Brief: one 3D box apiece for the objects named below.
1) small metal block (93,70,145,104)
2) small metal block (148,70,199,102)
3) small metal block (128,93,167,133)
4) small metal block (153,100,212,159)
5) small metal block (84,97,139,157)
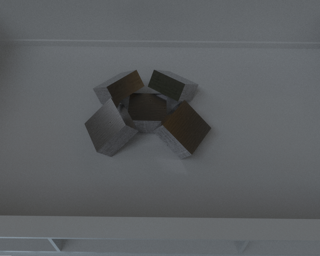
[{"bbox_3d":[-0.058,-0.057,0.434,0.050,0.025,0.050,-35,21,-25],"label":"small metal block"},{"bbox_3d":[0.019,-0.060,0.437,0.050,0.025,0.050,28,19,21],"label":"small metal block"},{"bbox_3d":[-0.017,-0.020,0.419,0.050,0.025,0.050,1,50,1],"label":"small metal block"},{"bbox_3d":[0.028,0.002,0.386,0.050,0.025,0.050,46,57,-8],"label":"small metal block"},{"bbox_3d":[-0.062,-0.001,0.388,0.050,0.025,0.050,-42,54,14],"label":"small metal block"}]
